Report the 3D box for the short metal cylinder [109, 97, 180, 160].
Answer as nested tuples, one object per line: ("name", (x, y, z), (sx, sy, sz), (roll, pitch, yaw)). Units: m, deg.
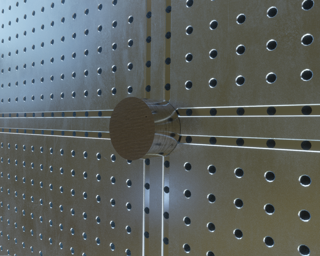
("short metal cylinder", (-0.021, 0.001, 0.407), (0.080, 0.050, 0.079), (0, 90, 39))
